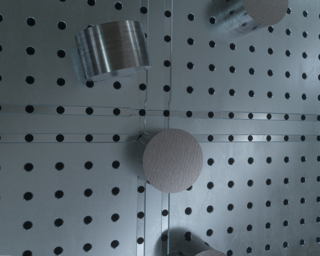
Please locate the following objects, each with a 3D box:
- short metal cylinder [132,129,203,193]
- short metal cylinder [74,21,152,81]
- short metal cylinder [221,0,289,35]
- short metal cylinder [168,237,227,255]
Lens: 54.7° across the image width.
[{"bbox_3d":[0.009,0.040,0.404,0.081,0.050,0.079,0,90,-21],"label":"short metal cylinder"},{"bbox_3d":[-0.054,-0.088,0.364,0.081,0.080,0.050,-14,95,-20],"label":"short metal cylinder"},{"bbox_3d":[0.137,-0.182,0.451,0.081,0.050,0.079,0,90,-21],"label":"short metal cylinder"},{"bbox_3d":[0.053,0.196,0.421,0.081,0.050,0.079,0,90,-21],"label":"short metal cylinder"}]
